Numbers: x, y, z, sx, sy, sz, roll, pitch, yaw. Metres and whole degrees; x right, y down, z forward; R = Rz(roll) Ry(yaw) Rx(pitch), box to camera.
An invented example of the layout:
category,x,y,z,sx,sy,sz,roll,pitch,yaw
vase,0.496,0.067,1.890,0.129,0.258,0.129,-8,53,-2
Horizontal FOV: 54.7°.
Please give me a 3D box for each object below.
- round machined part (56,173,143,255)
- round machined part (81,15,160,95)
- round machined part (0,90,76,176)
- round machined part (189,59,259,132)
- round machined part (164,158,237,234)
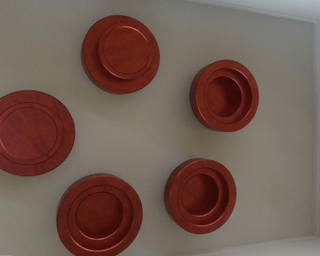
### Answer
category,x,y,z,sx,sy,sz,roll,pitch,yaw
round machined part,-0.074,0.103,0.375,0.099,0.042,0.097,0,90,-21
round machined part,-0.046,-0.092,0.385,0.099,0.042,0.097,0,90,-21
round machined part,-0.146,0.006,0.348,0.099,0.042,0.097,0,90,-21
round machined part,0.085,-0.043,0.434,0.099,0.042,0.097,0,90,-21
round machined part,0.051,0.089,0.422,0.099,0.042,0.097,0,90,-21
